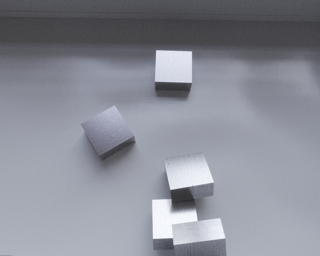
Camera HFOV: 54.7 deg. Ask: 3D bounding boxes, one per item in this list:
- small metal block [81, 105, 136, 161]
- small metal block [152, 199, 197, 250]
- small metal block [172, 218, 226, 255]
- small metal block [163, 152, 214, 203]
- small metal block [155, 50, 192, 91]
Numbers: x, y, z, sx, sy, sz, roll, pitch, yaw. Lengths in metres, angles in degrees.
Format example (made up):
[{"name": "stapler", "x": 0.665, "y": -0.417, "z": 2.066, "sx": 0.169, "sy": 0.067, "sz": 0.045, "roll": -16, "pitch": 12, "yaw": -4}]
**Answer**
[{"name": "small metal block", "x": -0.067, "y": 0.007, "z": 0.406, "sx": 0.050, "sy": 0.025, "sz": 0.050, "roll": -30, "pitch": 73, "yaw": -11}, {"name": "small metal block", "x": 0.017, "y": 0.111, "z": 0.358, "sx": 0.050, "sy": 0.025, "sz": 0.050, "roll": -2, "pitch": 41, "yaw": -1}, {"name": "small metal block", "x": 0.041, "y": 0.124, "z": 0.322, "sx": 0.050, "sy": 0.050, "sz": 0.025, "roll": -8, "pitch": 32, "yaw": 2}, {"name": "small metal block", "x": 0.034, "y": 0.059, "z": 0.377, "sx": 0.050, "sy": 0.025, "sz": 0.050, "roll": -9, "pitch": 41, "yaw": -4}, {"name": "small metal block", "x": 0.019, "y": -0.081, "z": 0.440, "sx": 0.050, "sy": 0.025, "sz": 0.050, "roll": 2, "pitch": 70, "yaw": 0}]
